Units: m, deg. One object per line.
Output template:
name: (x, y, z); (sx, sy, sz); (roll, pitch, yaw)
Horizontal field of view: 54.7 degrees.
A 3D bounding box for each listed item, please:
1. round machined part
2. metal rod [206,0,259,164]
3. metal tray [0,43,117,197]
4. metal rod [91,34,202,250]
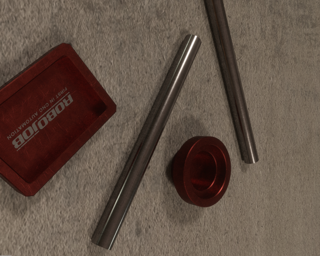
round machined part: (0.054, 0.060, 0.442); (0.099, 0.042, 0.097); (0, 90, -40)
metal rod: (0.118, -0.081, 0.506); (0.025, 0.025, 0.298); (-28, 108, -37)
metal tray: (-0.115, -0.011, 0.305); (0.130, 0.030, 0.090); (-50, 120, -28)
metal rod: (-0.009, 0.003, 0.398); (0.025, 0.025, 0.300); (37, 67, -34)
